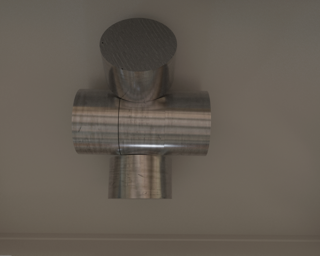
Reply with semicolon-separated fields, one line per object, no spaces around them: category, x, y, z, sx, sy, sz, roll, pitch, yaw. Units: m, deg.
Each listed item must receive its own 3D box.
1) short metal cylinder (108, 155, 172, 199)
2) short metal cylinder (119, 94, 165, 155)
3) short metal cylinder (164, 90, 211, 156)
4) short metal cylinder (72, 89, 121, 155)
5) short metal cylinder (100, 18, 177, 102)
short metal cylinder;-0.025;0.065;0.396;0.081;0.080;0.050;0;76;0
short metal cylinder;-0.020;-0.006;0.377;0.050;0.080;0.079;1;110;0
short metal cylinder;0.031;-0.006;0.378;0.050;0.080;0.079;1;110;0
short metal cylinder;-0.071;-0.007;0.377;0.050;0.080;0.079;1;110;0
short metal cylinder;-0.023;-0.076;0.344;0.081;0.080;0.050;2;148;-1
